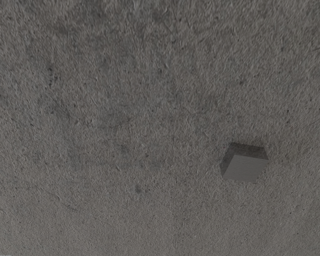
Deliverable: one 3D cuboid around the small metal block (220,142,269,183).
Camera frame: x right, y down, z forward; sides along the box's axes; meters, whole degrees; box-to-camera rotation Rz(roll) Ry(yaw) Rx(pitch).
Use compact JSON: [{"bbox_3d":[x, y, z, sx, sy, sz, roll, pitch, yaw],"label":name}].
[{"bbox_3d":[0.121,0.051,0.451,0.050,0.025,0.050,9,130,-8],"label":"small metal block"}]
